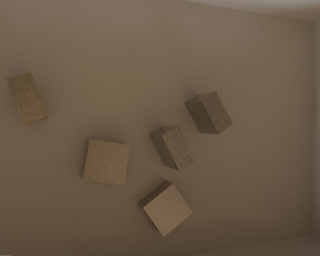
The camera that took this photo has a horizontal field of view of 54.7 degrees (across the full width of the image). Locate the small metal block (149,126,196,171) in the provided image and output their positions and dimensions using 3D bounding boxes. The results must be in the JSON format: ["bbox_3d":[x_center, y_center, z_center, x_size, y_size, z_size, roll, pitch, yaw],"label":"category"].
[{"bbox_3d":[0.015,0.025,0.404,0.025,0.050,0.050,-29,100,-18],"label":"small metal block"}]

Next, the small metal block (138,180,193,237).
[{"bbox_3d":[0.007,0.107,0.414,0.050,0.025,0.050,-36,102,-17],"label":"small metal block"}]

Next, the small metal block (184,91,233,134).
[{"bbox_3d":[0.065,-0.020,0.423,0.025,0.050,0.050,-33,101,-17],"label":"small metal block"}]

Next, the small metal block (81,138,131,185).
[{"bbox_3d":[-0.068,0.041,0.386,0.050,0.025,0.050,10,87,-20],"label":"small metal block"}]

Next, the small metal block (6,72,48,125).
[{"bbox_3d":[-0.146,-0.031,0.344,0.025,0.050,0.050,-21,97,-19],"label":"small metal block"}]
